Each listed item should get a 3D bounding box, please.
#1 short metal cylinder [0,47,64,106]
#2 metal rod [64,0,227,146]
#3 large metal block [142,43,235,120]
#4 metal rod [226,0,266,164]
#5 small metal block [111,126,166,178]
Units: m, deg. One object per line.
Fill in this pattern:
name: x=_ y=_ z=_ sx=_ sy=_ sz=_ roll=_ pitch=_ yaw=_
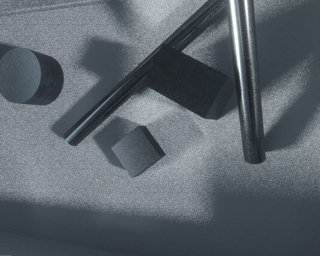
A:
short metal cylinder: x=-0.194 y=-0.075 z=0.464 sx=0.080 sy=0.050 sz=0.079 roll=0 pitch=90 yaw=19
metal rod: x=-0.020 y=-0.076 z=0.416 sx=0.300 sy=0.025 sz=0.025 roll=-40 pitch=78 yaw=15
large metal block: x=0.039 y=-0.051 z=0.367 sx=0.080 sy=0.080 sz=0.050 roll=31 pitch=100 yaw=17
metal rod: x=0.082 y=-0.093 z=0.306 sx=0.025 sy=0.025 sz=0.298 roll=-4 pitch=118 yaw=20
small metal block: x=-0.029 y=0.032 z=0.420 sx=0.050 sy=0.025 sz=0.050 roll=-39 pitch=78 yaw=15
